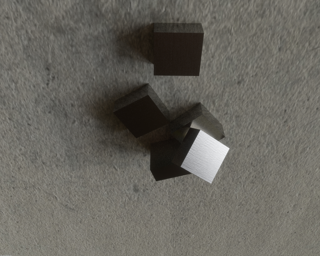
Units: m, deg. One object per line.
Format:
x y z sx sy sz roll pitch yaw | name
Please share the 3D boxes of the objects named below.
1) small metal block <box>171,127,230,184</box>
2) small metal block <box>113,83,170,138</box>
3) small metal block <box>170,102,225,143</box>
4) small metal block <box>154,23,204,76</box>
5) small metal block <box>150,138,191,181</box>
0.051 0.034 0.387 0.050 0.025 0.050 32 83 -24 | small metal block
-0.022 -0.021 0.390 0.050 0.025 0.050 -25 126 19 | small metal block
0.049 0.002 0.410 0.050 0.025 0.050 -33 123 24 | small metal block
0.019 -0.085 0.335 0.050 0.025 0.050 0 130 -1 | small metal block
0.015 0.041 0.426 0.050 0.050 0.025 -14 129 11 | small metal block
